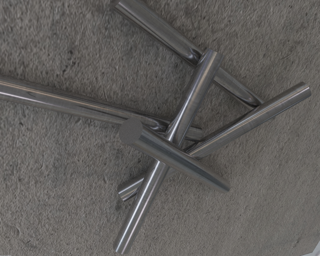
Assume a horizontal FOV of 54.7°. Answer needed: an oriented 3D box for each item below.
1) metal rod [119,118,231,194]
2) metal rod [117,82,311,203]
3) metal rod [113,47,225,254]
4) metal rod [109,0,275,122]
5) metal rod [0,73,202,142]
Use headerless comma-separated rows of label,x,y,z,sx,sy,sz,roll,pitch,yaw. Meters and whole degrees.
metal rod,0.041,0.051,0.404,0.025,0.025,0.301,-47,147,5
metal rod,0.077,0.019,0.438,0.301,0.025,0.025,-30,129,-1
metal rod,0.004,0.042,0.398,0.025,0.025,0.298,13,111,-34
metal rod,0.065,-0.074,0.395,0.301,0.025,0.025,27,104,-37
metal rod,-0.071,-0.021,0.354,0.302,0.025,0.025,13,112,-34
